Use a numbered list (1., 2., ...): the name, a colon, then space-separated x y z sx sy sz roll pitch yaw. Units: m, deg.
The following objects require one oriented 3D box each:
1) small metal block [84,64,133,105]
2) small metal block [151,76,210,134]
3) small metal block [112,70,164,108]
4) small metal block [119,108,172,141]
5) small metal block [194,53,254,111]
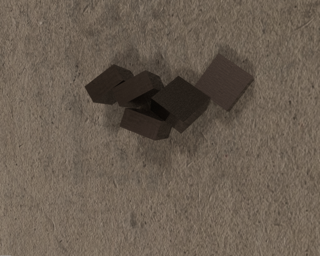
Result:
1. small metal block: -0.063 -0.057 0.417 0.050 0.050 0.025 -34 79 16
2. small metal block: 0.024 -0.029 0.379 0.050 0.025 0.050 38 63 19
3. small metal block: -0.026 -0.049 0.404 0.050 0.050 0.025 -26 82 18
4. small metal block: -0.016 -0.006 0.400 0.050 0.050 0.025 21 99 18
5. small metal block: 0.079 -0.055 0.381 0.050 0.025 0.050 39 102 15
